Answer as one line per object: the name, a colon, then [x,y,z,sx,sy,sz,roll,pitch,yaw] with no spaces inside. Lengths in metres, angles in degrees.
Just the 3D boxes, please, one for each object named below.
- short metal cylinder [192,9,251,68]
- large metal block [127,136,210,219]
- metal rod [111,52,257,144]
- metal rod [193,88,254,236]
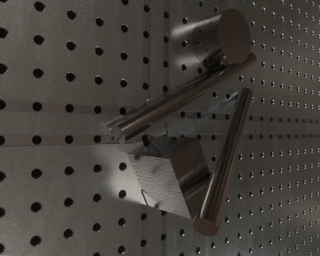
short metal cylinder: [0.095,-0.135,0.475,0.081,0.050,0.079,0,90,-40]
large metal block: [0.015,0.058,0.388,0.050,0.080,0.080,-32,110,-36]
metal rod: [0.055,-0.057,0.457,0.302,0.025,0.025,-32,110,-36]
metal rod: [0.098,0.020,0.423,0.025,0.025,0.301,63,33,-21]
